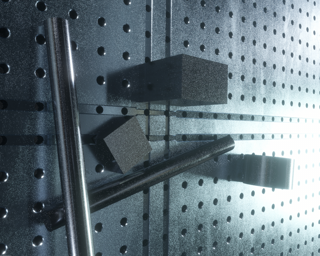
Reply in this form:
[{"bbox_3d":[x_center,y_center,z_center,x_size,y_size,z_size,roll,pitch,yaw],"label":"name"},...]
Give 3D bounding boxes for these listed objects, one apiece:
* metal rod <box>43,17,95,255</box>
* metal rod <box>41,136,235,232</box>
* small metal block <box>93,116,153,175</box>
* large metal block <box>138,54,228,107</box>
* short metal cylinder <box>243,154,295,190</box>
[{"bbox_3d":[-0.088,0.039,0.310,0.025,0.025,0.298,-4,85,-40],"label":"metal rod"},{"bbox_3d":[-0.002,0.059,0.407,0.302,0.025,0.025,-17,101,-39],"label":"metal rod"},{"bbox_3d":[-0.044,0.019,0.373,0.050,0.025,0.050,-40,114,-33],"label":"small metal block"},{"bbox_3d":[0.029,-0.057,0.398,0.081,0.080,0.050,2,89,-40],"label":"large metal block"},{"bbox_3d":[0.185,0.074,0.529,0.081,0.080,0.050,11,84,-40],"label":"short metal cylinder"}]
